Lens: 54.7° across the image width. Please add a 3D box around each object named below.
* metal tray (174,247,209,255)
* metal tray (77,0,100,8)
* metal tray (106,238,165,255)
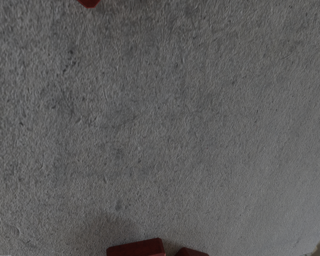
[{"bbox_3d":[0.037,0.299,0.609,0.090,0.030,0.130,33,100,-39],"label":"metal tray"},{"bbox_3d":[-0.055,-0.182,0.260,0.130,0.030,0.090,-49,129,6],"label":"metal tray"},{"bbox_3d":[-0.038,0.247,0.523,0.091,0.030,0.129,-8,123,-10],"label":"metal tray"}]
